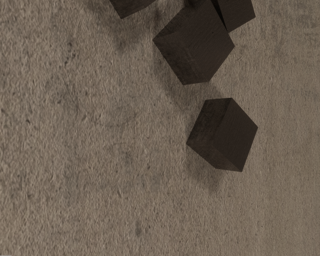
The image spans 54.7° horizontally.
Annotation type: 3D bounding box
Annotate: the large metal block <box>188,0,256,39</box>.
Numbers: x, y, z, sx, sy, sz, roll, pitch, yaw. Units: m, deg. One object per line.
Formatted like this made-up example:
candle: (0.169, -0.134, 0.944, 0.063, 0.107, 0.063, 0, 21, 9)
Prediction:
large metal block: (0.092, -0.189, 0.468, 0.080, 0.050, 0.080, -37, 113, -34)

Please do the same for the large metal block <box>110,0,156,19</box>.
large metal block: (-0.028, -0.190, 0.366, 0.080, 0.050, 0.080, -48, 119, -29)

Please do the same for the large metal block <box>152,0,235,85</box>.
large metal block: (0.049, -0.118, 0.432, 0.080, 0.050, 0.080, 52, 60, -28)

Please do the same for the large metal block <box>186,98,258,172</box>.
large metal block: (0.097, 0.011, 0.472, 0.080, 0.050, 0.080, 40, 66, -33)
